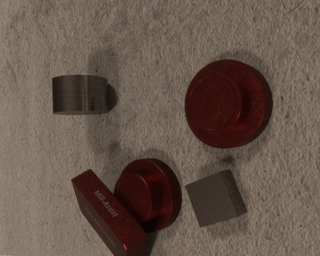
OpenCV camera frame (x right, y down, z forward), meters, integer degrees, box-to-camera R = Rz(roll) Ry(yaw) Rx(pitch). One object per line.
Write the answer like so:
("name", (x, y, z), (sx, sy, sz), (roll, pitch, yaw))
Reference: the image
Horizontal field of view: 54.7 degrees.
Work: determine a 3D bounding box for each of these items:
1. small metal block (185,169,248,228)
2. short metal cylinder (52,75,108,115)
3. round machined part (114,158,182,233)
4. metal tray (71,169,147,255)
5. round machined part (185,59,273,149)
("small metal block", (0.063, 0.080, 0.352), (0.050, 0.025, 0.050), (-31, 71, 35))
("short metal cylinder", (-0.119, -0.047, 0.465), (0.080, 0.081, 0.050), (-4, 88, 39))
("round machined part", (-0.023, 0.090, 0.411), (0.098, 0.042, 0.097), (0, 90, 39))
("metal tray", (-0.071, 0.128, 0.429), (0.130, 0.030, 0.089), (40, 146, 32))
("round machined part", (0.067, -0.026, 0.338), (0.098, 0.042, 0.097), (0, 90, 39))
